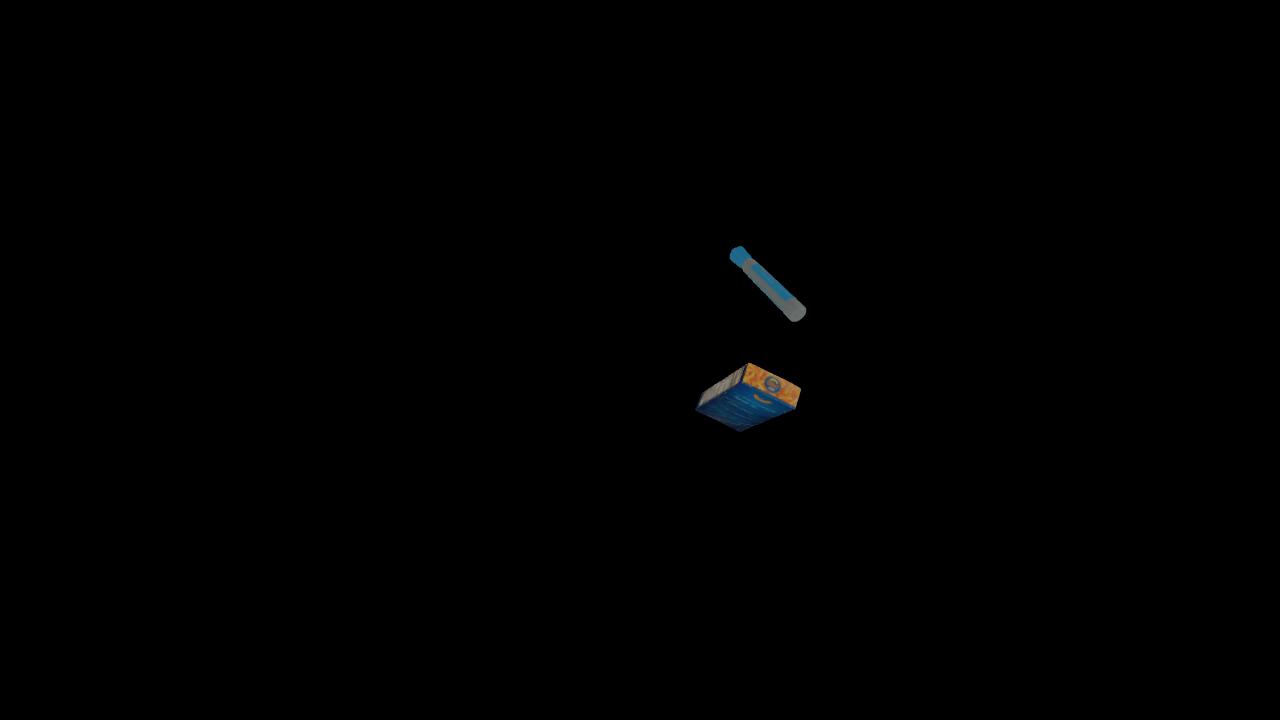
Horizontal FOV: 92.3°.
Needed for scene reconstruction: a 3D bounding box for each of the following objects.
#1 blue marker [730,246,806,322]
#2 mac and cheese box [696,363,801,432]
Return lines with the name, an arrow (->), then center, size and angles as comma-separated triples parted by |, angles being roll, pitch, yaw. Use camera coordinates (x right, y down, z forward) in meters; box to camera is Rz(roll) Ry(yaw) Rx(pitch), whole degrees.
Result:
blue marker -> 0.128, -0.081, 0.631 | 0.020, 0.020, 0.121 | 0, 39, -32
mac and cheese box -> 0.164, 0.063, 0.968 | 0.093, 0.041, 0.184 | 27, -23, -8
